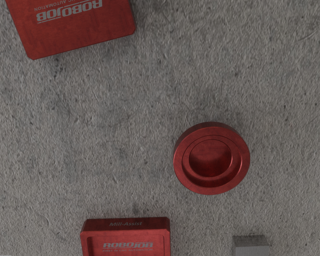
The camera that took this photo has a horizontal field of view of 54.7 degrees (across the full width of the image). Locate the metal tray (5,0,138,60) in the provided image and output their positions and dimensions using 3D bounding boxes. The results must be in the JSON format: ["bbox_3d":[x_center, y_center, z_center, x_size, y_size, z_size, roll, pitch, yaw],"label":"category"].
[{"bbox_3d":[-0.101,-0.138,0.355,0.131,0.030,0.089,-13,110,4],"label":"metal tray"}]

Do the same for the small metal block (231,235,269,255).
[{"bbox_3d":[0.140,0.196,0.483,0.050,0.025,0.050,-3,110,1],"label":"small metal block"}]

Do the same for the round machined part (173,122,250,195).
[{"bbox_3d":[0.066,0.037,0.415,0.099,0.042,0.097,0,110,0],"label":"round machined part"}]

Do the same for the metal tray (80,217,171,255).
[{"bbox_3d":[-0.049,0.184,0.474,0.131,0.030,0.089,-2,110,0],"label":"metal tray"}]
